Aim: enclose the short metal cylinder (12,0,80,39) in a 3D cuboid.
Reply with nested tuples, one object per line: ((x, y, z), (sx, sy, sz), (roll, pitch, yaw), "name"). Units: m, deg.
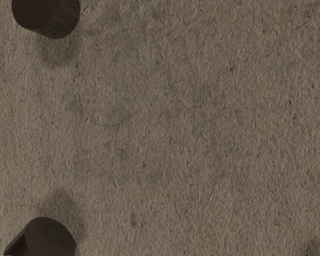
((-0.166, -0.176, 0.452), (0.080, 0.050, 0.079), (0, 90, 19), "short metal cylinder")

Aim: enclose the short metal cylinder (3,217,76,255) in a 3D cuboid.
((-0.169, 0.174, 0.438), (0.050, 0.080, 0.080), (-46, 76, 14), "short metal cylinder")
